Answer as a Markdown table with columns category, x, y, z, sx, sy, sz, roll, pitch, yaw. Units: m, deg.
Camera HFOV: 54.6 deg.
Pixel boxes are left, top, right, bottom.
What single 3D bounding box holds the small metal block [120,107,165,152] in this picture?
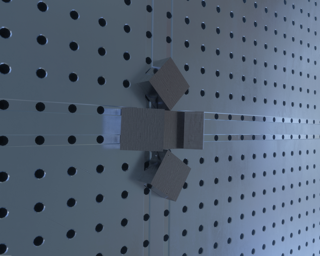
| category | x | y | z | sx | sy | sz | roll | pitch | yaw |
| --- | --- | --- | --- | --- | --- | --- | --- | --- | --- |
| small metal block | -0.021 | 0.002 | 0.374 | 0.050 | 0.025 | 0.050 | 2 | 89 | -4 |

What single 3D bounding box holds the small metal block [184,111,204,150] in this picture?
| category | x | y | z | sx | sy | sz | roll | pitch | yaw |
| --- | --- | --- | --- | --- | --- | --- | --- | --- | --- |
| small metal block | 0.048 | 0.004 | 0.431 | 0.050 | 0.025 | 0.050 | 11 | 80 | -80 |

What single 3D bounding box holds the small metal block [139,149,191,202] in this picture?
| category | x | y | z | sx | sy | sz | roll | pitch | yaw |
| --- | --- | --- | --- | --- | --- | --- | --- | --- | --- |
| small metal block | 0.008 | 0.063 | 0.414 | 0.050 | 0.025 | 0.050 | 41 | 66 | -31 |

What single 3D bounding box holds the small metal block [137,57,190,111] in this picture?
| category | x | y | z | sx | sy | sz | roll | pitch | yaw |
| --- | --- | --- | --- | --- | --- | --- | --- | --- | --- |
| small metal block | 0.006 | -0.057 | 0.413 | 0.050 | 0.025 | 0.050 | -52 | 120 | -28 |

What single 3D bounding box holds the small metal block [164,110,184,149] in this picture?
| category | x | y | z | sx | sy | sz | roll | pitch | yaw |
| --- | --- | --- | --- | --- | --- | --- | --- | --- | --- |
| small metal block | 0.007 | 0.003 | 0.413 | 0.050 | 0.025 | 0.050 | 2 | 88 | -40 |
